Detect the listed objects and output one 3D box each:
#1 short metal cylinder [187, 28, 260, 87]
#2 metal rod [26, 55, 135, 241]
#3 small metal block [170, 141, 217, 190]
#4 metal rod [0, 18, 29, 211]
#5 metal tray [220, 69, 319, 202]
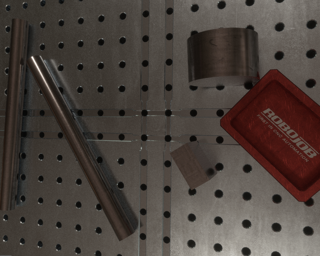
[{"bbox_3d":[0.072,-0.078,0.357,0.080,0.080,0.050,-2,89,19],"label":"short metal cylinder"},{"bbox_3d":[-0.120,0.022,0.453,0.025,0.025,0.299,-33,80,17],"label":"metal rod"},{"bbox_3d":[0.043,0.045,0.384,0.025,0.050,0.050,-33,80,17],"label":"small metal block"},{"bbox_3d":[-0.232,-0.020,0.492,0.025,0.025,0.298,5,92,19],"label":"metal rod"},{"bbox_3d":[0.147,0.007,0.358,0.130,0.030,0.090,46,104,14],"label":"metal tray"}]
